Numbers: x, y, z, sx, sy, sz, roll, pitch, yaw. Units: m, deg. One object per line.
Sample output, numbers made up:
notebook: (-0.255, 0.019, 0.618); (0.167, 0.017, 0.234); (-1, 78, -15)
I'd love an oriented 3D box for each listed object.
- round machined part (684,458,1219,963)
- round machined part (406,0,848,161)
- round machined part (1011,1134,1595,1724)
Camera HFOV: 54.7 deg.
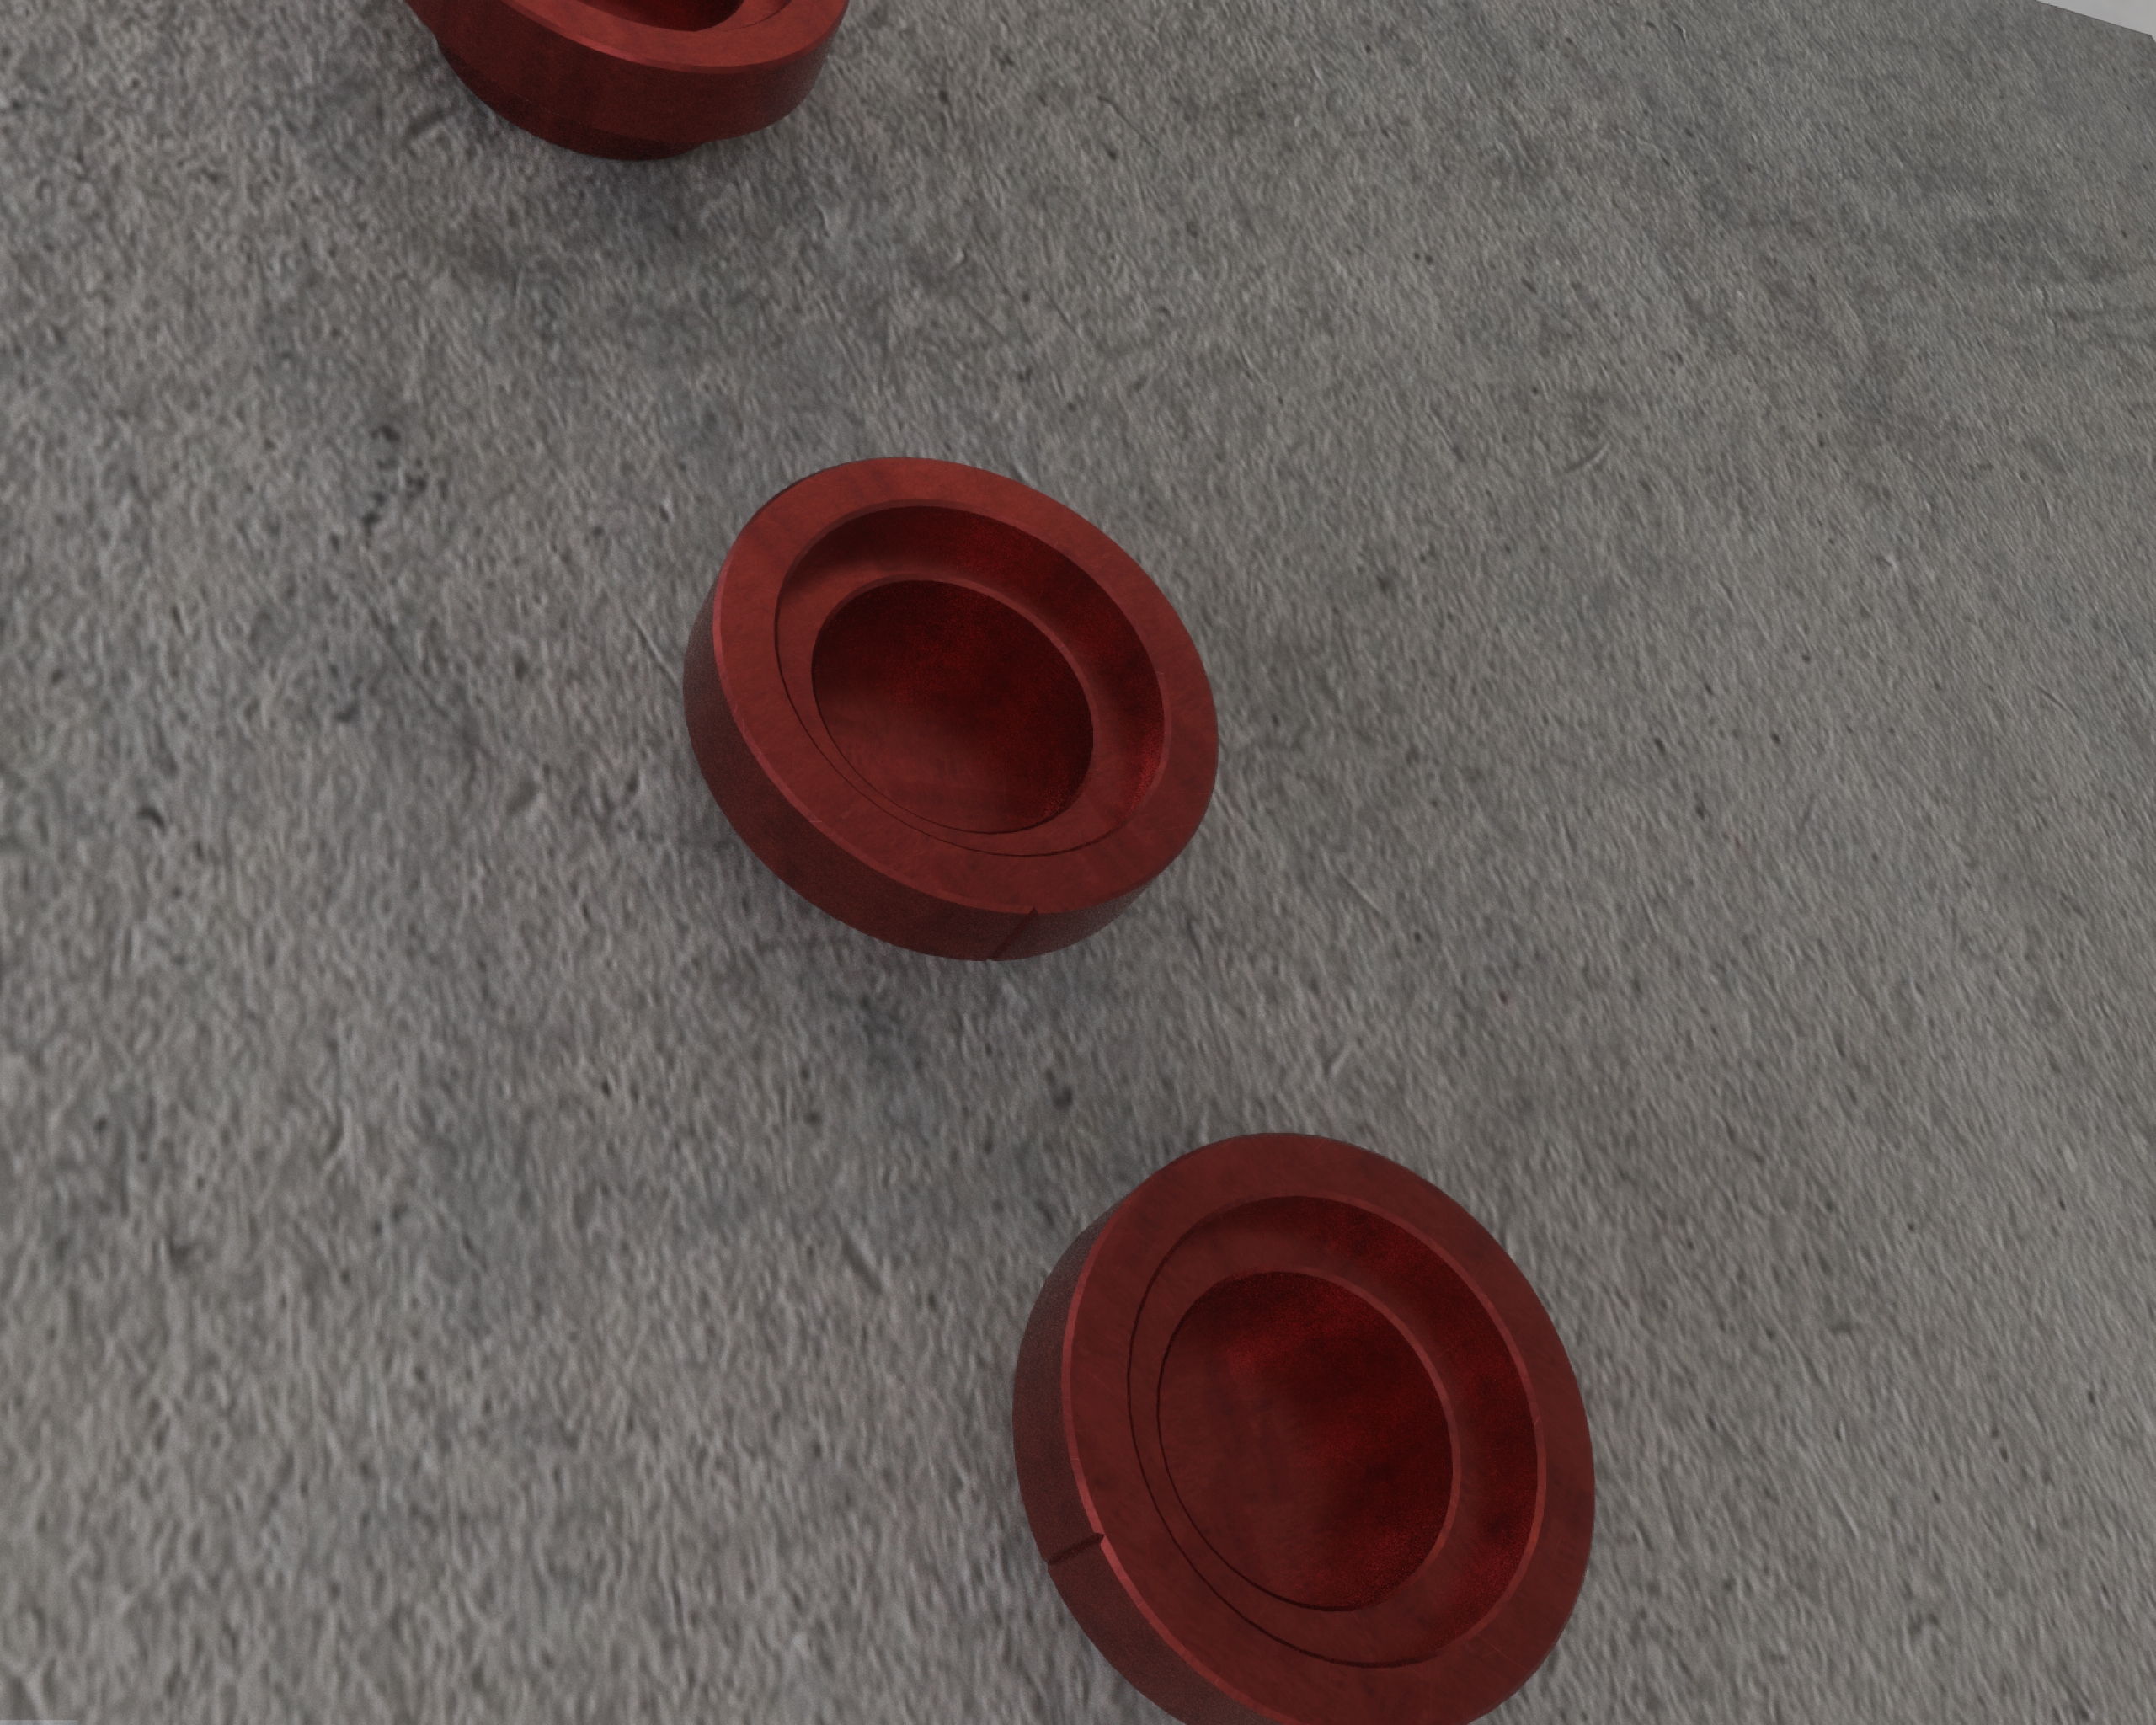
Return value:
round machined part: (-0.026, -0.025, 0.393); (0.099, 0.042, 0.098); (14, 56, -21)
round machined part: (-0.103, -0.193, 0.455); (0.099, 0.042, 0.098); (14, 56, -21)
round machined part: (0.034, 0.099, 0.351); (0.099, 0.042, 0.098); (14, 56, -21)
